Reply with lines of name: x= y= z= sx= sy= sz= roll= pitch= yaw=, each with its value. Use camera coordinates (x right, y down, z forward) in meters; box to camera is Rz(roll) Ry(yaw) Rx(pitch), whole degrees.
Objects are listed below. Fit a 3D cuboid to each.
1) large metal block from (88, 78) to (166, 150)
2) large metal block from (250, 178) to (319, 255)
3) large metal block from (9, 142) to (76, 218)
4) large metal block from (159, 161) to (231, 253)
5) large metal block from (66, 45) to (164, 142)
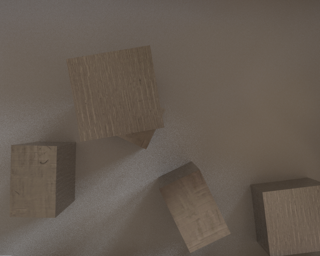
large metal block: x=-0.041 y=-0.016 z=0.383 sx=0.080 sy=0.080 sz=0.050 roll=25 pitch=90 yaw=-1
large metal block: x=0.169 y=0.113 z=0.401 sx=0.081 sy=0.050 sz=0.079 roll=-7 pitch=90 yaw=-1
large metal block: x=-0.140 y=0.059 z=0.382 sx=0.050 sy=0.080 sz=0.079 roll=1 pitch=90 yaw=0
large metal block: x=0.039 y=0.092 z=0.385 sx=0.050 sy=0.080 sz=0.080 roll=-26 pitch=90 yaw=0
large metal block: x=-0.042 y=-0.033 z=0.318 sx=0.080 sy=0.050 sz=0.080 roll=-10 pitch=90 yaw=-1
